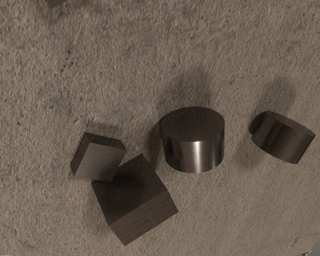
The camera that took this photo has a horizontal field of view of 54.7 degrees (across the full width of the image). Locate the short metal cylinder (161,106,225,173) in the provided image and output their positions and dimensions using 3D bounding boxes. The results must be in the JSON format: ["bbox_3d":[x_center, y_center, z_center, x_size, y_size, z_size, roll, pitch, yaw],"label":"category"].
[{"bbox_3d":[0.044,0.014,0.405,0.081,0.080,0.050,-19,126,-18],"label":"short metal cylinder"}]

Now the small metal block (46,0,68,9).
[{"bbox_3d":[-0.088,-0.142,0.271,0.050,0.025,0.050,-32,129,-8],"label":"small metal block"}]

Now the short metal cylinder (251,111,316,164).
[{"bbox_3d":[0.193,0.013,0.488,0.081,0.080,0.050,11,113,-33],"label":"short metal cylinder"}]

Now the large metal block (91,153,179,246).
[{"bbox_3d":[-0.035,0.092,0.411,0.080,0.080,0.050,-30,129,-9],"label":"large metal block"}]

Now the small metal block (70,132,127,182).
[{"bbox_3d":[-0.077,0.037,0.389,0.050,0.025,0.050,16,110,-35],"label":"small metal block"}]
